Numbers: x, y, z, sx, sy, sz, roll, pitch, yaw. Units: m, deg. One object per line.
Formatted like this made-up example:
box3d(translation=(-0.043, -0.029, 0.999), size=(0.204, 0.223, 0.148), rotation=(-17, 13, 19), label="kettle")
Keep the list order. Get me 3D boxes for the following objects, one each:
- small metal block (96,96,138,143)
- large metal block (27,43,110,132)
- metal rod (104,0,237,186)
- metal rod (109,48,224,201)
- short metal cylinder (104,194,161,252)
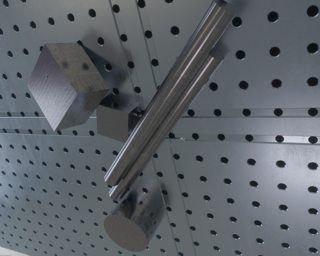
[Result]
box3d(translation=(-0.061, -0.011, 0.436), size=(0.050, 0.025, 0.050), rotation=(18, 126, 17), label="small metal block")
box3d(translation=(-0.124, -0.055, 0.411), size=(0.080, 0.050, 0.080), rotation=(56, 130, 13), label="large metal block")
box3d(translation=(-0.006, -0.017, 0.376), size=(0.025, 0.025, 0.298), rotation=(37, 129, 3), label="metal rod")
box3d(translation=(-0.008, 0.015, 0.424), size=(0.025, 0.025, 0.298), rotation=(37, 129, 3), label="metal rod")
box3d(translation=(-0.046, 0.158, 0.517), size=(0.080, 0.050, 0.079), rotation=(13, 124, 21), label="short metal cylinder")
